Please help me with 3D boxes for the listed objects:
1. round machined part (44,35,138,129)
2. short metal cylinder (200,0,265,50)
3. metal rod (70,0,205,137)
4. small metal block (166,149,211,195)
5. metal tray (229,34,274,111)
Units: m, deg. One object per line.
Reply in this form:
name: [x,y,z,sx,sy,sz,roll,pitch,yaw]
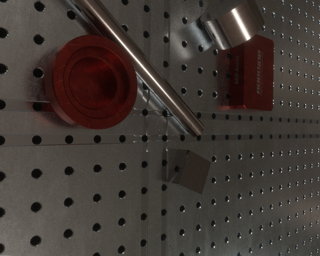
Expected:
round machined part: [-0.076,-0.047,0.335,0.099,0.042,0.097,0,90,-40]
short metal cylinder: [0.109,-0.163,0.467,0.050,0.080,0.080,52,59,-28]
metal rod: [-0.034,-0.090,0.381,0.300,0.025,0.025,46,62,-30]
small metal block: [0.043,0.063,0.448,0.050,0.025,0.050,31,71,-36]
metal tray: [0.163,-0.096,0.546,0.091,0.030,0.129,2,89,-40]
